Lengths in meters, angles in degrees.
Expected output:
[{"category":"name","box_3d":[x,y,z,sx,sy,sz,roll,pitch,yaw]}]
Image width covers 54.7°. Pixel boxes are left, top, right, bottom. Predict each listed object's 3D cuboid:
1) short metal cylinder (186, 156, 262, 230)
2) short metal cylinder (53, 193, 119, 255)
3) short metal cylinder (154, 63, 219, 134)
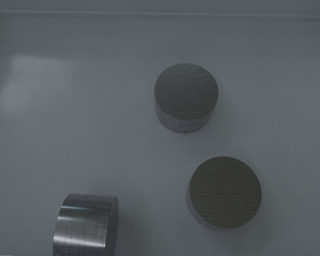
[{"category":"short metal cylinder","box_3d":[0.073,0.079,0.369,0.081,0.050,0.080,0,70,0]},{"category":"short metal cylinder","box_3d":[-0.077,0.114,0.338,0.050,0.080,0.080,4,70,1]},{"category":"short metal cylinder","box_3d":[0.033,-0.038,0.411,0.081,0.050,0.080,0,70,0]}]
